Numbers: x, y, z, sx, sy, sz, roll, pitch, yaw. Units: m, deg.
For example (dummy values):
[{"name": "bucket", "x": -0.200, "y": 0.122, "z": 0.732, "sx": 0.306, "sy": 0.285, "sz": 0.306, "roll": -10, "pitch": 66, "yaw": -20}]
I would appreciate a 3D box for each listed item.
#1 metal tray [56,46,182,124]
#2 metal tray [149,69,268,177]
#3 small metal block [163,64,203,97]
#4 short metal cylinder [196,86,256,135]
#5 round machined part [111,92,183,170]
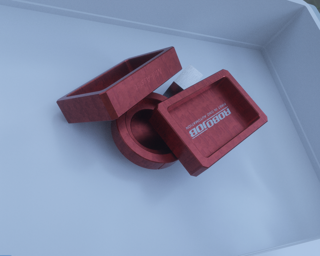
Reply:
[{"name": "metal tray", "x": -0.045, "y": -0.052, "z": 0.369, "sx": 0.131, "sy": 0.090, "sz": 0.030, "roll": -43, "pitch": 119, "yaw": -40}, {"name": "metal tray", "x": 0.063, "y": -0.011, "z": 0.382, "sx": 0.131, "sy": 0.030, "sz": 0.090, "roll": -31, "pitch": 78, "yaw": -34}, {"name": "small metal block", "x": 0.029, "y": -0.056, "z": 0.438, "sx": 0.025, "sy": 0.050, "sz": 0.050, "roll": 40, "pitch": 49, "yaw": -2}, {"name": "short metal cylinder", "x": 0.096, "y": -0.023, "z": 0.455, "sx": 0.081, "sy": 0.050, "sz": 0.080, "roll": 14, "pitch": 56, "yaw": -21}, {"name": "round machined part", "x": -0.014, "y": 0.006, "z": 0.384, "sx": 0.099, "sy": 0.042, "sz": 0.098, "roll": 14, "pitch": 56, "yaw": -21}]
